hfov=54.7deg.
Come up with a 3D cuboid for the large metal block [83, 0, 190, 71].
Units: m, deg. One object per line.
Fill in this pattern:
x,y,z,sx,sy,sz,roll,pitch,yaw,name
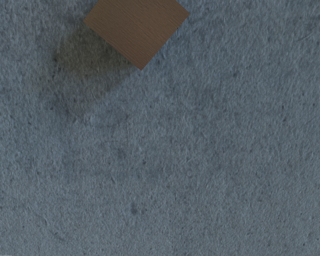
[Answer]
-0.025,-0.125,0.350,0.080,0.050,0.080,39,105,-14,large metal block
